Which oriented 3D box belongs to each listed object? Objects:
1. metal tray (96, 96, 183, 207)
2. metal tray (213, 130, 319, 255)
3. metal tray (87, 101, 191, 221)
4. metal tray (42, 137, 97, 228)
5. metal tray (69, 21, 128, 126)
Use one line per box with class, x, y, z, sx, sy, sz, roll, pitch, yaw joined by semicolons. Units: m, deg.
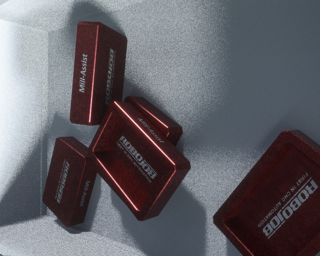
metal tray;-0.034;0.032;0.431;0.090;0.030;0.129;39;114;33
metal tray;0.122;0.077;0.302;0.090;0.030;0.129;46;117;30
metal tray;-0.032;0.038;0.390;0.130;0.030;0.089;45;117;30
metal tray;-0.155;0.090;0.532;0.090;0.030;0.129;28;107;36
metal tray;-0.082;-0.071;0.429;0.030;0.090;0.129;8;95;17
